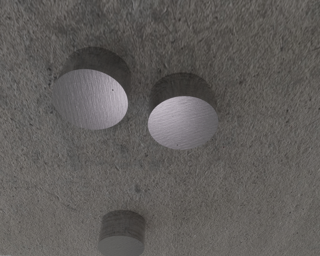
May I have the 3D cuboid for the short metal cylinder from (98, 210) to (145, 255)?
[{"bbox_3d":[-0.067,0.191,0.552,0.081,0.050,0.079,0,130,0],"label":"short metal cylinder"}]

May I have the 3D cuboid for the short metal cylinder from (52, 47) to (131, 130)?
[{"bbox_3d":[-0.075,-0.044,0.352,0.081,0.050,0.079,0,130,0],"label":"short metal cylinder"}]

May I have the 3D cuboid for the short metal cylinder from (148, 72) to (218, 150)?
[{"bbox_3d":[0.026,-0.020,0.374,0.081,0.050,0.079,0,130,0],"label":"short metal cylinder"}]
